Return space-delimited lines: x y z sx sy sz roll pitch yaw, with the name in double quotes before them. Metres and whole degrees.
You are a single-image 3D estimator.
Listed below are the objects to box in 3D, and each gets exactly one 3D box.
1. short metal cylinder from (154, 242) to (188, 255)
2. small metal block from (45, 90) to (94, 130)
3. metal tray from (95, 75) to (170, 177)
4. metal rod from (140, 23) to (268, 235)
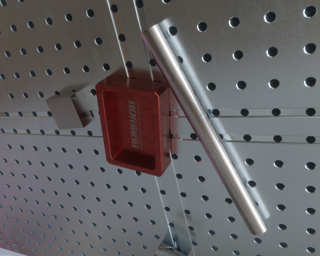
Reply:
"short metal cylinder" 0.007 0.240 0.519 0.050 0.080 0.079 26 127 12
"small metal block" -0.135 -0.027 0.464 0.050 0.025 0.050 -4 117 29
"metal tray" -0.034 -0.001 0.423 0.090 0.030 0.129 11 123 21
"metal rod" 0.062 0.013 0.385 0.025 0.025 0.299 -20 108 35
